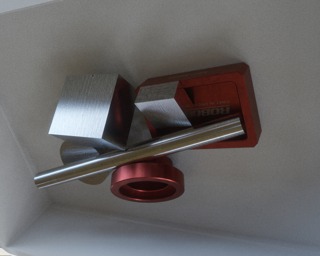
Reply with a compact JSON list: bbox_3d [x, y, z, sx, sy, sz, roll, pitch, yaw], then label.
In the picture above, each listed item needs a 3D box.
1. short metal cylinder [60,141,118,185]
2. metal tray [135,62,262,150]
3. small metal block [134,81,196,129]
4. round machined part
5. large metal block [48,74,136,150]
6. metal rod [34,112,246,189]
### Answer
[{"bbox_3d":[-0.100,0.038,0.464,0.080,0.050,0.079,13,124,20],"label":"short metal cylinder"},{"bbox_3d":[0.044,-0.020,0.366,0.130,0.030,0.090,-5,116,30],"label":"metal tray"},{"bbox_3d":[0.007,-0.025,0.358,0.050,0.025,0.050,-5,143,30],"label":"small metal block"},{"bbox_3d":[-0.016,0.067,0.423,0.099,0.042,0.098,0,149,0],"label":"round machined part"},{"bbox_3d":[-0.081,-0.020,0.390,0.080,0.080,0.050,4,162,27],"label":"large metal block"},{"bbox_3d":[-0.042,0.036,0.396,0.300,0.025,0.025,-17,110,23],"label":"metal rod"}]
